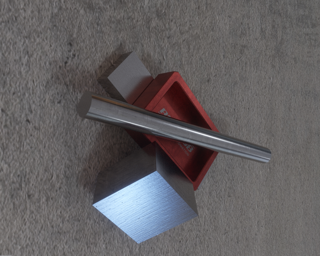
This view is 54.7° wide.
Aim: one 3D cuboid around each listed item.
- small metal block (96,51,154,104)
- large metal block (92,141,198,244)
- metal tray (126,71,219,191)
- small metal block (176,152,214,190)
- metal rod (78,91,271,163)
[{"bbox_3d":[-0.039,-0.056,0.375,0.050,0.025,0.050,52,59,-28],"label":"small metal block"},{"bbox_3d":[-0.015,0.074,0.349,0.080,0.080,0.050,51,18,-28],"label":"large metal block"},{"bbox_3d":[0.022,0.006,0.390,0.130,0.030,0.090,51,60,-28],"label":"metal tray"},{"bbox_3d":[0.045,0.053,0.446,0.050,0.025,0.050,46,62,-31],"label":"small metal block"},{"bbox_3d":[0.045,0.010,0.374,0.302,0.025,0.025,16,80,-39],"label":"metal rod"}]
